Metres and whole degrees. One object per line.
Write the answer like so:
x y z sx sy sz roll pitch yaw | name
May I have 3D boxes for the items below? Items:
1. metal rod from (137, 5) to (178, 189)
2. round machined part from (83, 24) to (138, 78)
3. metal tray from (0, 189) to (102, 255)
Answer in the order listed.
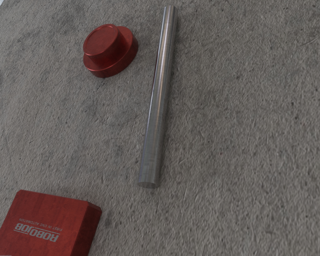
0.002 -0.062 0.441 0.025 0.025 0.299 -7 58 24 | metal rod
-0.090 -0.137 0.524 0.098 0.042 0.098 -13 56 21 | round machined part
-0.146 0.133 0.396 0.130 0.030 0.090 2 62 28 | metal tray
